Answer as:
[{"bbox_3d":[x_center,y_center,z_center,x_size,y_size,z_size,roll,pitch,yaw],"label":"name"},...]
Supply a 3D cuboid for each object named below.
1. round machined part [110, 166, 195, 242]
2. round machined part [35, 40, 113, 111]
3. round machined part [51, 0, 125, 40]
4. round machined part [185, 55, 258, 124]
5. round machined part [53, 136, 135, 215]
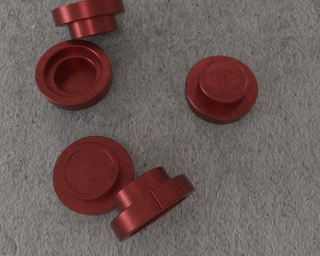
[{"bbox_3d":[-0.013,0.078,0.340,0.098,0.098,0.042,-32,73,-11],"label":"round machined part"},{"bbox_3d":[-0.113,-0.068,0.423,0.099,0.042,0.098,0,70,0],"label":"round machined part"},{"bbox_3d":[-0.096,-0.151,0.434,0.099,0.098,0.042,-14,108,-5],"label":"round machined part"},{"bbox_3d":[0.084,-0.057,0.420,0.099,0.042,0.098,0,70,0],"label":"round machined part"},{"bbox_3d":[-0.082,0.056,0.378,0.099,0.042,0.098,0,70,0],"label":"round machined part"}]
